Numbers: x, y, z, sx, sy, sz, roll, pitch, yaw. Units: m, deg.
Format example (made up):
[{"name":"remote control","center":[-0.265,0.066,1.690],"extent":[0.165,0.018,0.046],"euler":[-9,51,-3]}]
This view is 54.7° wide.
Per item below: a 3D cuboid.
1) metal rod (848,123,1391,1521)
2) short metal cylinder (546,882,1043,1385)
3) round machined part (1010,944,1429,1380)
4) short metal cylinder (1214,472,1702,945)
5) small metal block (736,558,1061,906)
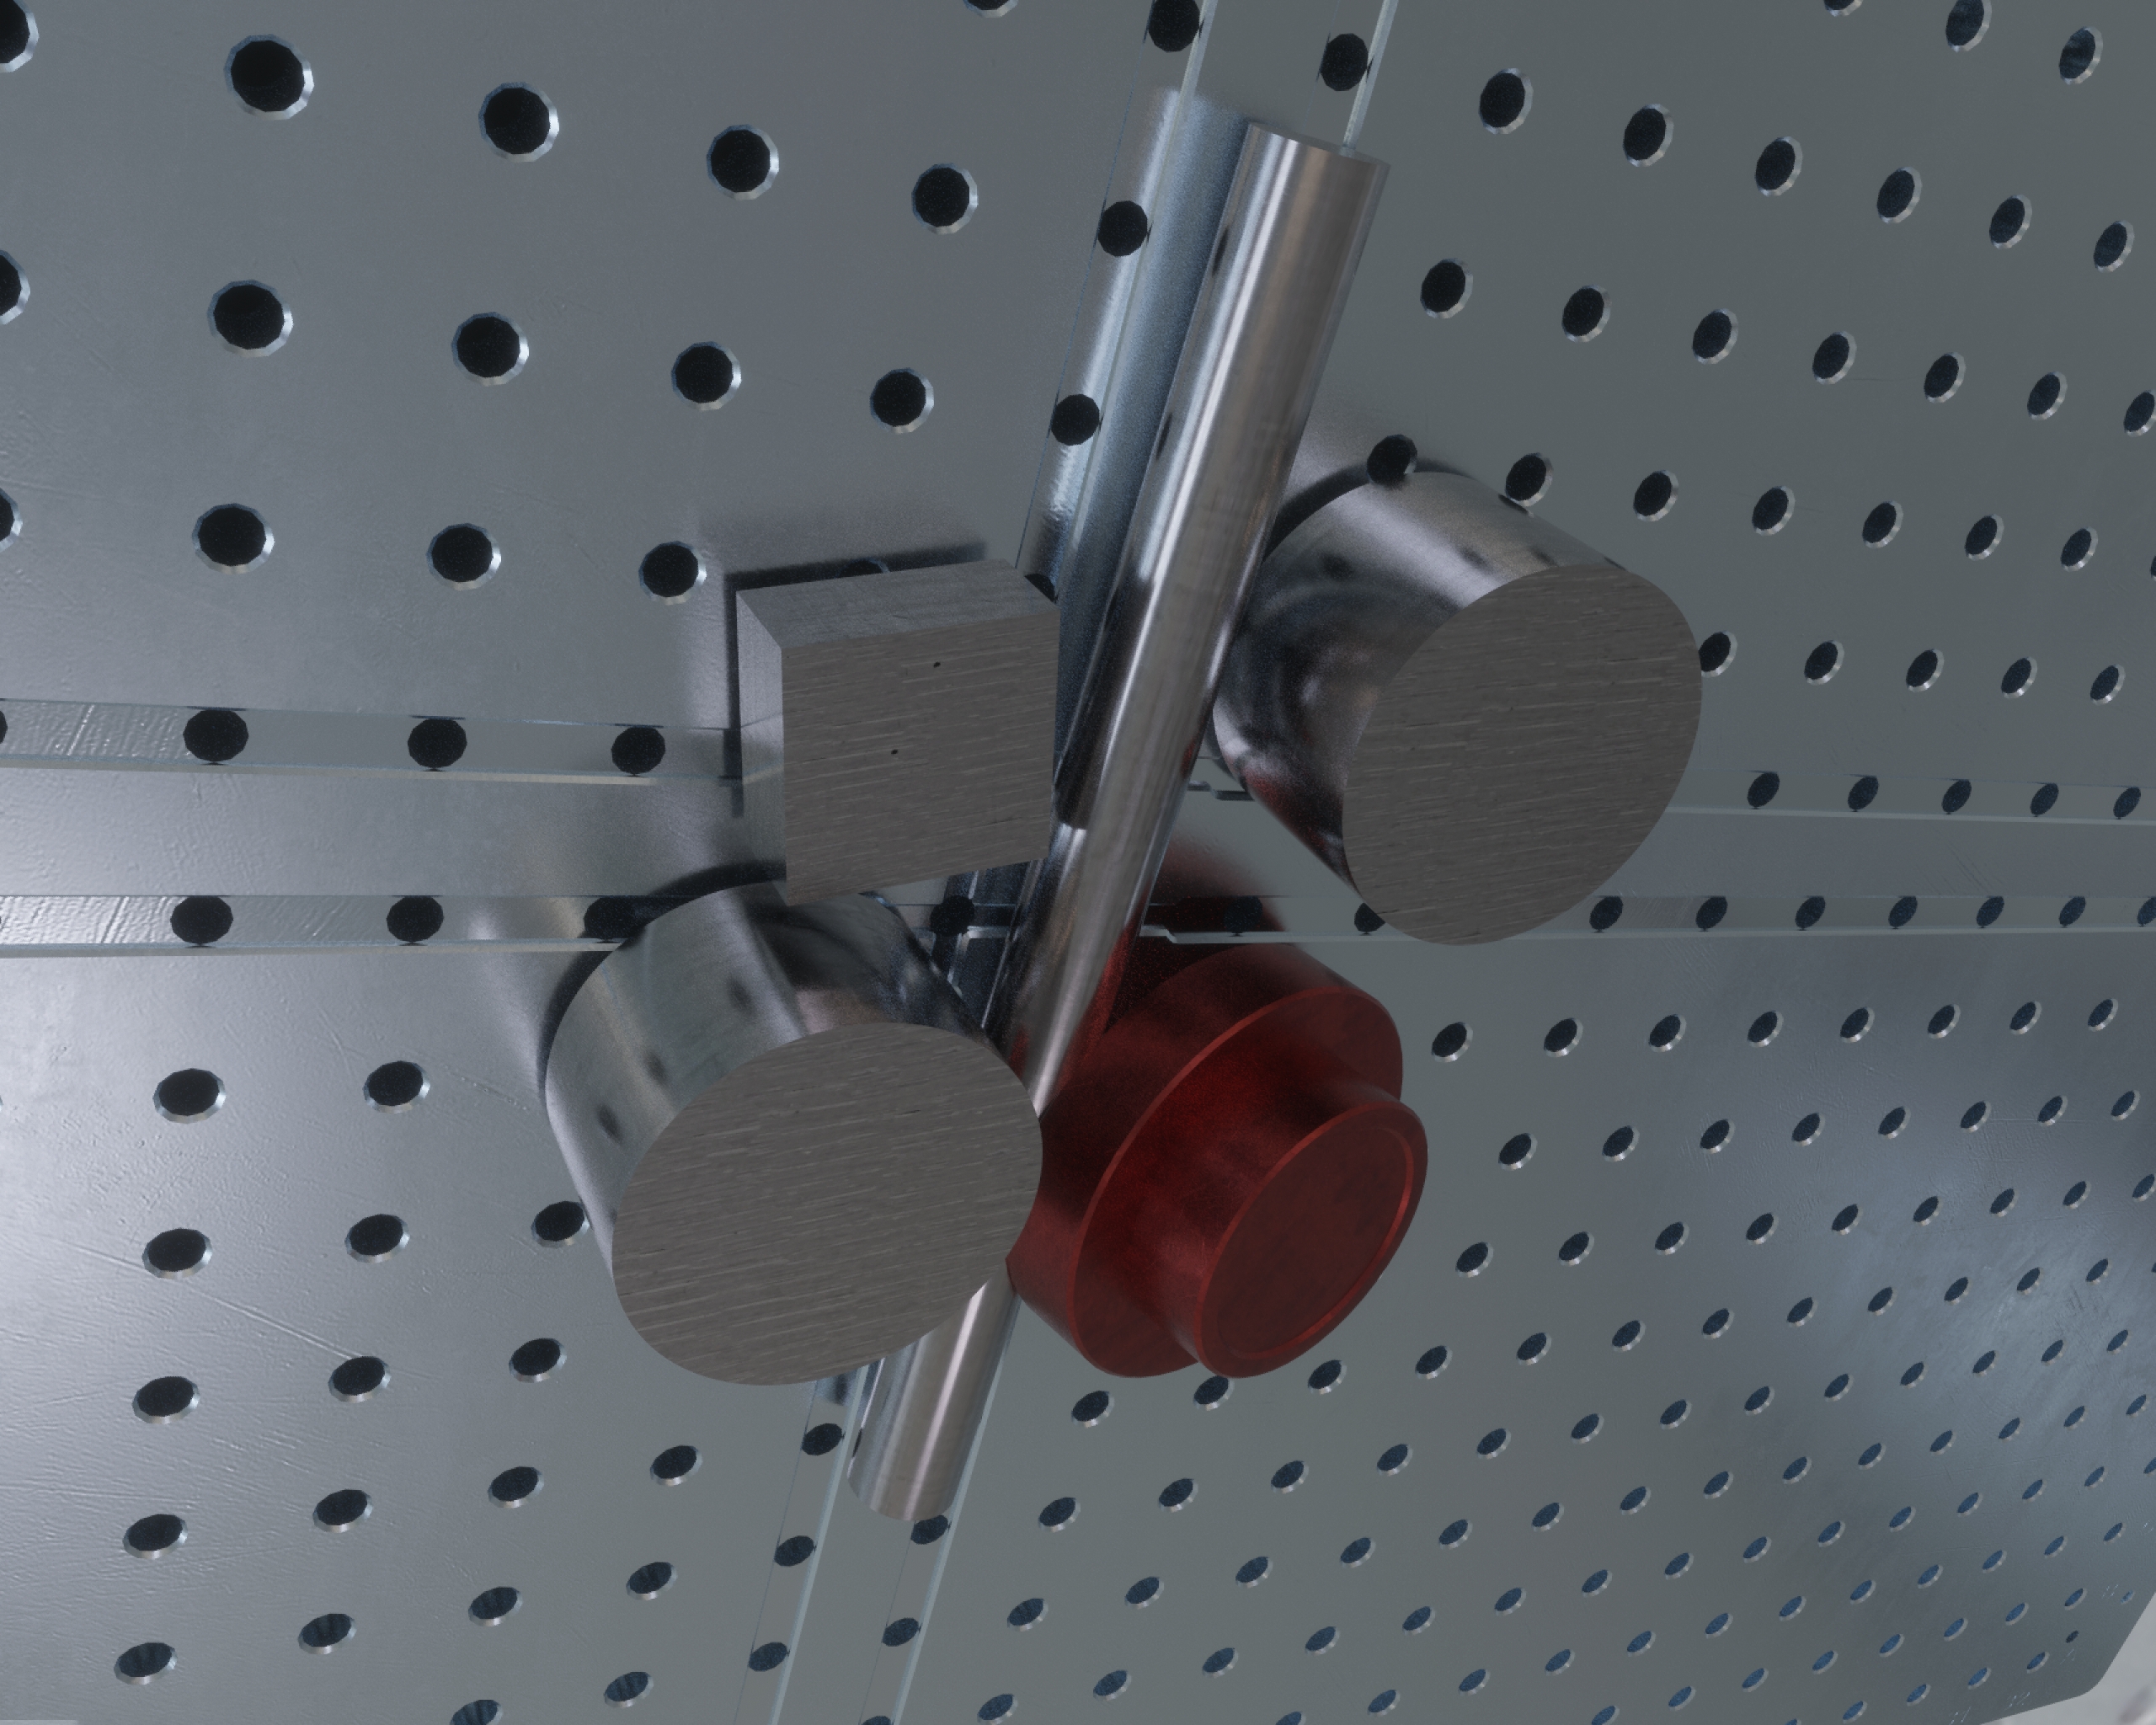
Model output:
[{"name":"metal rod","center":[0.001,0.009,0.412],"extent":[0.025,0.025,0.298],"euler":[3,117,-30]},{"name":"short metal cylinder","center":[-0.054,0.050,0.391],"extent":[0.081,0.050,0.079],"euler":[-14,124,-21]},{"name":"round machined part","center":[0.036,0.070,0.443],"extent":[0.099,0.042,0.097],"euler":[-27,134,-31]},{"name":"short metal cylinder","center":[0.074,-0.031,0.411],"extent":[0.081,0.050,0.079],"euler":[-14,124,-21]},{"name":"small metal block","center":[-0.032,-0.024,0.374],"extent":[0.050,0.025,0.050],"euler":[-11,123,-23]}]
